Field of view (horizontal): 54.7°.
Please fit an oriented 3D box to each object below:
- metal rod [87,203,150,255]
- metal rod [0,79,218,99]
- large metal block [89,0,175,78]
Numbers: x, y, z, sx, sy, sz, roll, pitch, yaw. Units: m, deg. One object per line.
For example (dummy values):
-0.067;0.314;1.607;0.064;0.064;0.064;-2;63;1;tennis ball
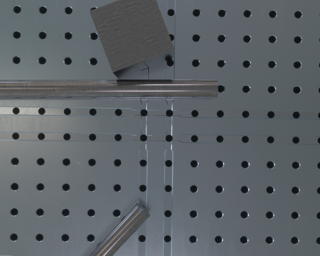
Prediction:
-0.125;0.218;0.412;0.025;0.025;0.300;43;90;0;metal rod
-0.076;-0.052;0.412;0.302;0.025;0.025;0;90;0;metal rod
-0.034;-0.119;0.401;0.080;0.050;0.080;-20;90;0;large metal block
